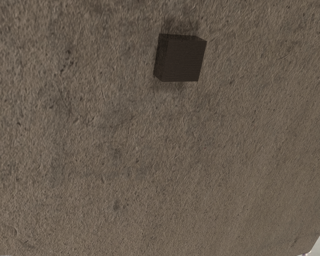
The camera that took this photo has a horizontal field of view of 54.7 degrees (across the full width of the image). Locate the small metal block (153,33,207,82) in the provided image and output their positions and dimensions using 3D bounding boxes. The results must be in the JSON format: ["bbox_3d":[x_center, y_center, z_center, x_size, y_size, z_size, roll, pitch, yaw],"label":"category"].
[{"bbox_3d":[0.023,-0.083,0.370,0.050,0.025,0.050,-5,121,-26],"label":"small metal block"}]
